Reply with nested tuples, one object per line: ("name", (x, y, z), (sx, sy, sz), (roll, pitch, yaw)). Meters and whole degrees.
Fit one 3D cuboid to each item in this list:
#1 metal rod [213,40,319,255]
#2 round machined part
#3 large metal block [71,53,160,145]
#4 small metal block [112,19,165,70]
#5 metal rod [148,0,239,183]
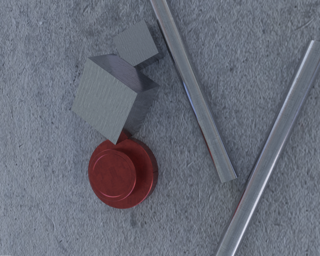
("metal rod", (0.123, 0.044, 0.365), (0.025, 0.025, 0.298), (24, 98, 18))
("round machined part", (-0.055, 0.061, 0.418), (0.098, 0.042, 0.097), (0, 90, 19))
("large metal block", (-0.059, -0.039, 0.402), (0.080, 0.050, 0.079), (37, 123, 16))
("small metal block", (-0.029, -0.109, 0.418), (0.050, 0.025, 0.050), (-25, 82, 18))
("metal rod", (0.033, -0.076, 0.396), (0.025, 0.025, 0.299), (-23, 83, 18))
